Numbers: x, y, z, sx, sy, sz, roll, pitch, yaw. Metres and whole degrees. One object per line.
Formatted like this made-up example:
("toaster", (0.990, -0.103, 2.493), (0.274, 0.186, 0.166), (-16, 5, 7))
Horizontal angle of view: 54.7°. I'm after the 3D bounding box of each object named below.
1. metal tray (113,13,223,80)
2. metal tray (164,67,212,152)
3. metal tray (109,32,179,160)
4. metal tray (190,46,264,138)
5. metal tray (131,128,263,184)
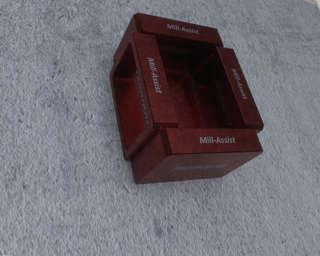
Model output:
("metal tray", (0.011, -0.107, 0.436), (0.131, 0.090, 0.030), (1, 62, -28))
("metal tray", (0.016, -0.023, 0.426), (0.091, 0.030, 0.130), (1, 61, -28))
("metal tray", (-0.025, -0.037, 0.374), (0.030, 0.090, 0.130), (1, 61, -28))
("metal tray", (0.083, -0.036, 0.432), (0.030, 0.090, 0.130), (1, 61, -28))
("metal tray", (0.043, 0.034, 0.367), (0.131, 0.090, 0.030), (1, 62, -28))
